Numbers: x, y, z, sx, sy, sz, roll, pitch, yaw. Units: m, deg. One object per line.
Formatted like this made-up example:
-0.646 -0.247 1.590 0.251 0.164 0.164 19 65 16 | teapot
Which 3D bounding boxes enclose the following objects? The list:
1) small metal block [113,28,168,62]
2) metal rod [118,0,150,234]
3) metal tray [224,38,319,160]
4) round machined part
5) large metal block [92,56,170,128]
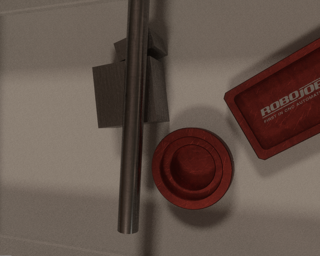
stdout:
-0.024 -0.103 0.405 0.050 0.050 0.025 -19 84 18 | small metal block
-0.031 -0.026 0.367 0.025 0.025 0.298 4 92 19 | metal rod
0.152 -0.032 0.354 0.130 0.030 0.090 -31 80 17 | metal tray
0.043 0.048 0.386 0.098 0.042 0.097 0 90 19 | round machined part
-0.037 -0.044 0.409 0.080 0.050 0.080 -7 88 19 | large metal block
